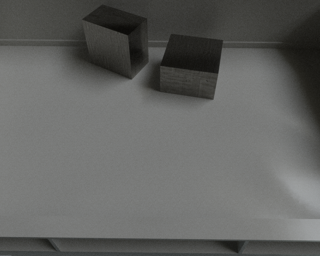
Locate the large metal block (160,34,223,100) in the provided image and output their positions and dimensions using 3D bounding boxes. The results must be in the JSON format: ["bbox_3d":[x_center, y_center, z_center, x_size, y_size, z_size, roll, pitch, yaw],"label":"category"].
[{"bbox_3d":[0.048,-0.094,0.468,0.080,0.050,0.080,9,51,7],"label":"large metal block"}]

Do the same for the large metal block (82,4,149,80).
[{"bbox_3d":[-0.066,-0.133,0.481,0.080,0.080,0.050,24,54,18],"label":"large metal block"}]
